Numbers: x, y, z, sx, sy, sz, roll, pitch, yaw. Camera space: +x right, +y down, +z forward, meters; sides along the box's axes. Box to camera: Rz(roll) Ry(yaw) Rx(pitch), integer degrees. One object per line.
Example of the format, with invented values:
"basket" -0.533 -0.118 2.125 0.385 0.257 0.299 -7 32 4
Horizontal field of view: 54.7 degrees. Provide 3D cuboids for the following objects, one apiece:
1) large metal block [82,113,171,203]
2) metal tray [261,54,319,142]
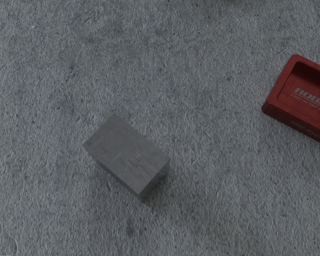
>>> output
"large metal block" -0.036 0.038 0.365 0.080 0.080 0.050 38 75 12
"metal tray" 0.218 -0.033 0.418 0.130 0.030 0.090 30 73 10
